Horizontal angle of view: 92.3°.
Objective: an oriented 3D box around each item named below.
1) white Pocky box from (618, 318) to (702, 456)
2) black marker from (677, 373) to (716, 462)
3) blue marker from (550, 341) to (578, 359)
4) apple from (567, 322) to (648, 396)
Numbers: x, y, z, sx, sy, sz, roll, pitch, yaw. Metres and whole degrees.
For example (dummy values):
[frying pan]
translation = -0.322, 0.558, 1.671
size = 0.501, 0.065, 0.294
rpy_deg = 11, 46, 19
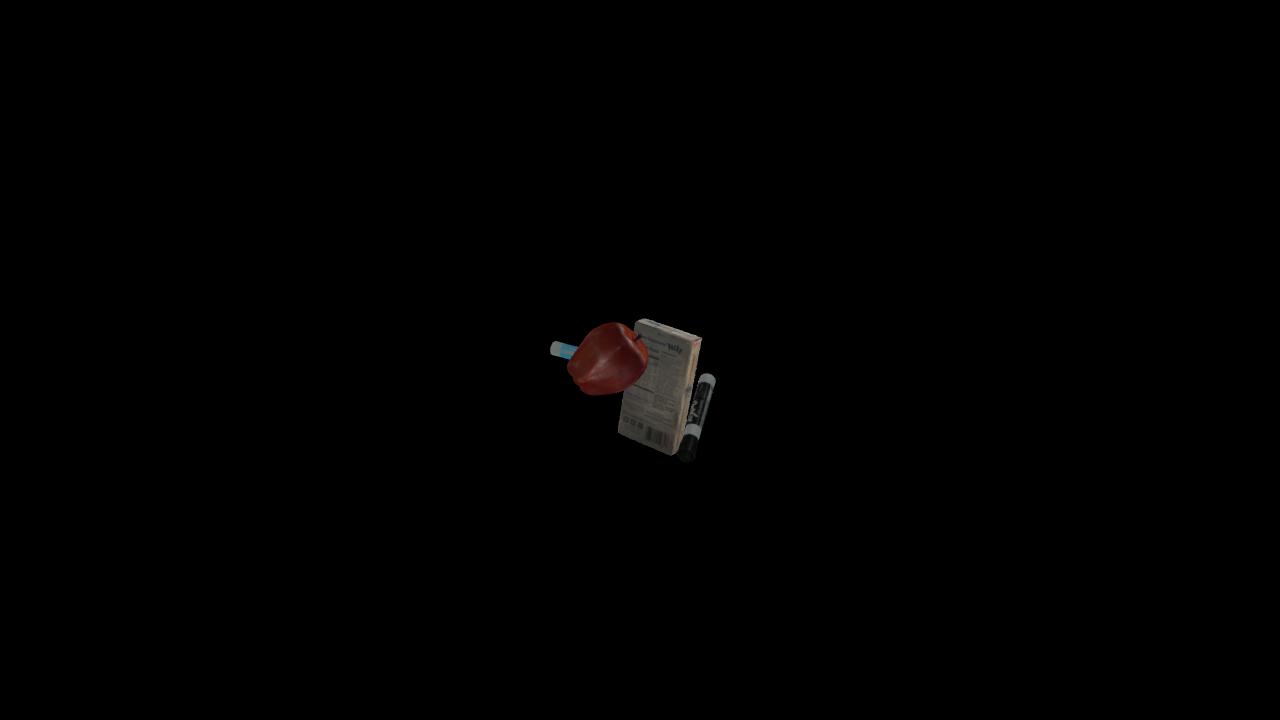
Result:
[white Pocky box]
translation = 0.022, 0.034, 0.755
size = 0.084, 0.154, 0.028
rpy_deg = 21, 23, 28
[black marker]
translation = 0.060, 0.060, 0.650
size = 0.020, 0.020, 0.121
rpy_deg = 0, 40, 20
[blue marker]
translation = -0.056, -0.002, 0.765
size = 0.121, 0.020, 0.020
rpy_deg = 14, 6, 23
[apple]
translation = -0.034, 0.000, 0.704
size = 0.093, 0.079, 0.079
rpy_deg = -35, -7, 10
